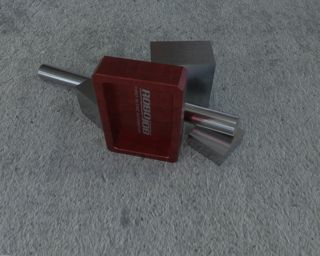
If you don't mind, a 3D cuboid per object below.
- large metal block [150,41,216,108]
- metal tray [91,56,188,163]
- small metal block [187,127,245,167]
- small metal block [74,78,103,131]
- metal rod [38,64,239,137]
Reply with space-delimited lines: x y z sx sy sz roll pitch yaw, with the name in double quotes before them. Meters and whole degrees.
"large metal block" 0.028 -0.072 0.428 0.081 0.080 0.050 -2 50 -2
"metal tray" -0.019 -0.015 0.349 0.090 0.129 0.030 9 51 8
"small metal block" 0.071 0.013 0.395 0.050 0.025 0.050 34 58 25
"small metal block" -0.083 -0.030 0.412 0.050 0.050 0.025 37 59 26
"metal rod" -0.043 -0.044 0.423 0.301 0.025 0.025 17 52 20
